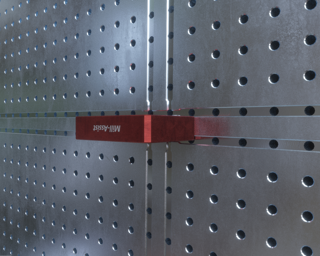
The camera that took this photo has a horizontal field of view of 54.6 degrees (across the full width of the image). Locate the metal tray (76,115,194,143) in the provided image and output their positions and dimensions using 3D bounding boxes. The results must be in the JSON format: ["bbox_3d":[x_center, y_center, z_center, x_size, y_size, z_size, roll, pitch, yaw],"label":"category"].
[{"bbox_3d":[-0.033,0.000,0.395,0.130,0.091,0.030,1,91,40],"label":"metal tray"}]
